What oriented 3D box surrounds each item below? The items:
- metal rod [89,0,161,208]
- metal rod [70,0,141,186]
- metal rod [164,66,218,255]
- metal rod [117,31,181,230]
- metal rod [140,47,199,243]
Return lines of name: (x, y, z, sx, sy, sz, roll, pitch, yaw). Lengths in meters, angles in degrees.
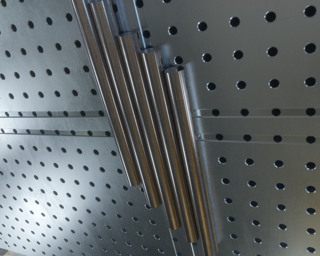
metal rod: (-0.038, -0.015, 0.419, 0.025, 0.025, 0.298, 1, 119, 27)
metal rod: (-0.068, -0.048, 0.415, 0.025, 0.025, 0.298, 1, 119, 27)
metal rod: (0.048, 0.063, 0.423, 0.025, 0.025, 0.298, 1, 119, 27)
metal rod: (-0.007, 0.021, 0.425, 0.025, 0.025, 0.298, 1, 119, 27)
metal rod: (0.020, 0.040, 0.424, 0.025, 0.025, 0.298, 1, 119, 27)
